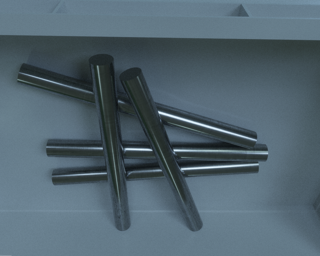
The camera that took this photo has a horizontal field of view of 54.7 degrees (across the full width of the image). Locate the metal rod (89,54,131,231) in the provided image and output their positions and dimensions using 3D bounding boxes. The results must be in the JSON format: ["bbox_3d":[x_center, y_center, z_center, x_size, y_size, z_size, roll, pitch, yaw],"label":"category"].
[{"bbox_3d":[-0.060,0.044,0.410,0.025,0.025,0.298,0,130,-1],"label":"metal rod"}]

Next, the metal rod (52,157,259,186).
[{"bbox_3d":[-0.008,0.064,0.462,0.302,0.025,0.025,-4,130,2],"label":"metal rod"}]

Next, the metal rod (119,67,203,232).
[{"bbox_3d":[0.014,0.051,0.418,0.025,0.025,0.299,-14,129,11],"label":"metal rod"}]

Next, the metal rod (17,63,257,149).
[{"bbox_3d":[-0.016,-0.023,0.387,0.302,0.025,0.025,15,128,-14],"label":"metal rod"}]

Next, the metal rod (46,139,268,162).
[{"bbox_3d":[-0.002,0.031,0.433,0.302,0.025,0.025,1,130,-2],"label":"metal rod"}]
